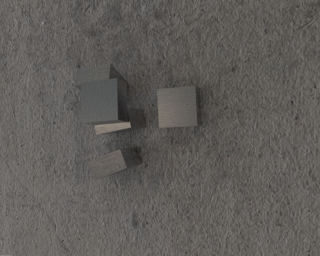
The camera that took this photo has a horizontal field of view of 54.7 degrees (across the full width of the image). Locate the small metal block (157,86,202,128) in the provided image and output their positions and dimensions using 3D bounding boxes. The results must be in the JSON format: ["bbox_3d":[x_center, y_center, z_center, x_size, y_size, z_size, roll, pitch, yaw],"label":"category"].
[{"bbox_3d":[0.025,-0.026,0.400,0.050,0.025,0.050,-3,89,20],"label":"small metal block"}]

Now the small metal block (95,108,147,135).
[{"bbox_3d":[-0.052,-0.008,0.414,0.050,0.050,0.025,-12,86,19],"label":"small metal block"}]

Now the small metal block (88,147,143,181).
[{"bbox_3d":[-0.059,0.047,0.416,0.050,0.050,0.025,-23,83,18],"label":"small metal block"}]

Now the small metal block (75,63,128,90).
[{"bbox_3d":[-0.078,-0.060,0.420,0.050,0.050,0.025,-6,67,20],"label":"small metal block"}]

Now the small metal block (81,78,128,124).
[{"bbox_3d":[-0.069,-0.031,0.381,0.050,0.025,0.050,-5,83,20],"label":"small metal block"}]
